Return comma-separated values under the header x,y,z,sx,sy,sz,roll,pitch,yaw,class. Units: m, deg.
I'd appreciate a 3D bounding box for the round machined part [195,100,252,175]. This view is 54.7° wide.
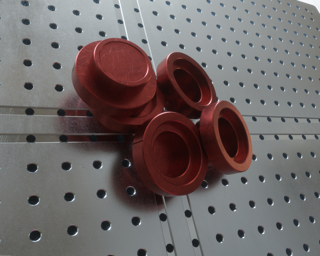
x,y,z,sx,sy,sz,roll,pitch,yaw,class
0.082,0.015,0.419,0.098,0.042,0.098,24,56,-42,round machined part

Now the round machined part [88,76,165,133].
x,y,z,sx,sy,sz,roll,pitch,yaw,class
-0.047,-0.036,0.394,0.099,0.042,0.098,14,56,-21,round machined part

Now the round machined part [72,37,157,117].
x,y,z,sx,sy,sz,roll,pitch,yaw,class
-0.048,-0.065,0.358,0.099,0.042,0.098,14,56,-21,round machined part

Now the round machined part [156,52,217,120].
x,y,z,sx,sy,sz,roll,pitch,yaw,class
0.032,-0.055,0.438,0.098,0.042,0.098,27,47,-32,round machined part

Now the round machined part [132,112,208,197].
x,y,z,sx,sy,sz,roll,pitch,yaw,class
0.008,0.033,0.372,0.099,0.042,0.098,13,68,-35,round machined part
